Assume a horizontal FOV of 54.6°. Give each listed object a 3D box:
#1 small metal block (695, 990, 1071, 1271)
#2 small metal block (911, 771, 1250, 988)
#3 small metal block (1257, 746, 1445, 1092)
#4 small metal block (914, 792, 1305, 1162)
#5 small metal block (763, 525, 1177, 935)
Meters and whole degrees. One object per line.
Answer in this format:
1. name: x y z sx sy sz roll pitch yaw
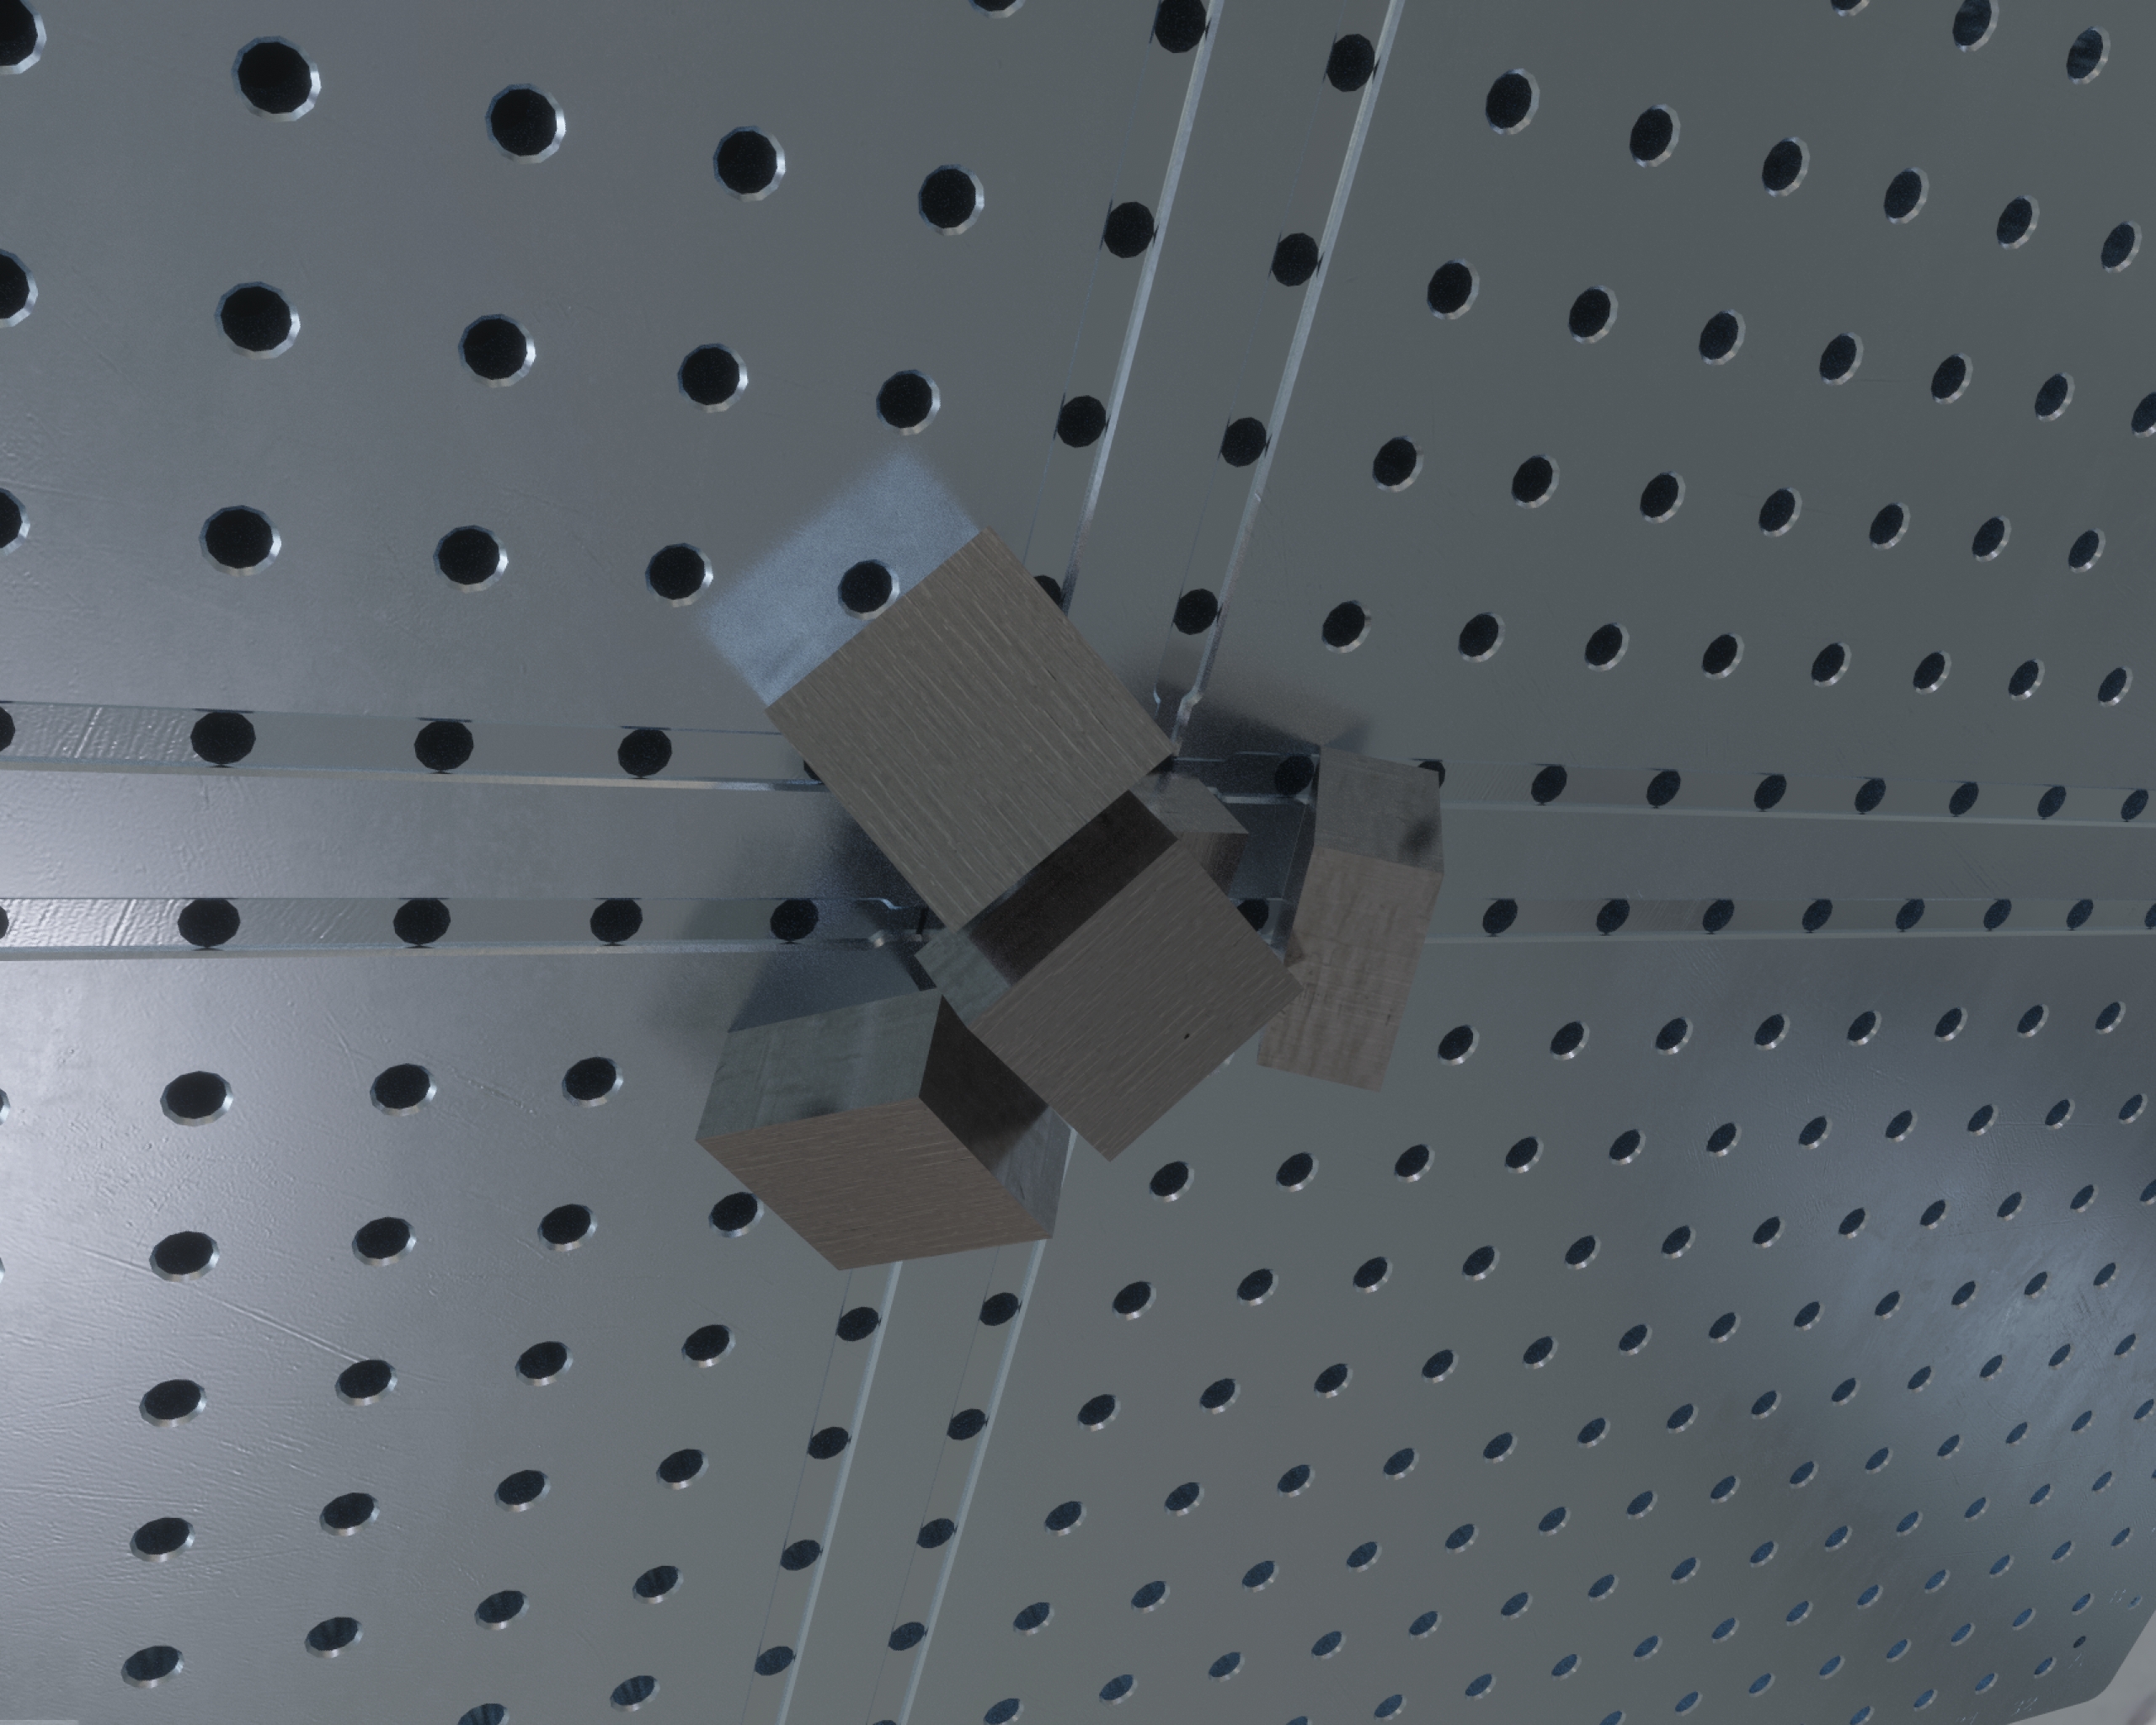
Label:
1. small metal block: -0.037 0.053 0.407 0.050 0.025 0.050 -14 135 26
2. small metal block: 0.000 0.009 0.416 0.050 0.025 0.050 1 120 -29
3. small metal block: 0.056 0.011 0.428 0.025 0.050 0.050 13 116 2
4. small metal block: 0.007 0.021 0.394 0.050 0.025 0.050 -42 130 0
5. small metal block: -0.019 -0.023 0.370 0.050 0.025 0.050 -40 94 -1
